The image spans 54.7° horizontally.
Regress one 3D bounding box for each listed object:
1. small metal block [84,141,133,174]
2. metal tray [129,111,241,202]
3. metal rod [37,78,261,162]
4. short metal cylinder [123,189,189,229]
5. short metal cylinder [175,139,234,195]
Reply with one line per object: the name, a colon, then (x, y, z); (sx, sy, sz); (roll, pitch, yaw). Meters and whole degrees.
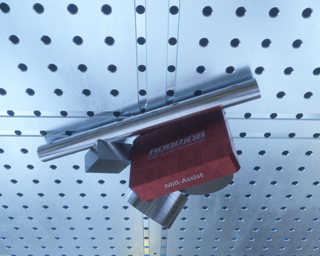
small metal block: (-0.071, 0.042, 0.425); (0.050, 0.025, 0.050); (7, 149, -31)
metal tray: (0.027, 0.032, 0.392); (0.130, 0.090, 0.030); (-21, 127, 16)
metal rod: (-0.024, -0.006, 0.402); (0.301, 0.025, 0.025); (-17, 128, 13)
short metal cylinder: (-0.006, 0.101, 0.448); (0.080, 0.080, 0.050); (39, 78, -29)
short metal cylinder: (0.056, 0.051, 0.427); (0.081, 0.050, 0.080); (-3, 139, -3)
